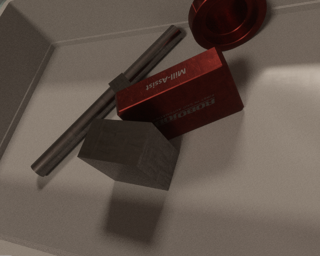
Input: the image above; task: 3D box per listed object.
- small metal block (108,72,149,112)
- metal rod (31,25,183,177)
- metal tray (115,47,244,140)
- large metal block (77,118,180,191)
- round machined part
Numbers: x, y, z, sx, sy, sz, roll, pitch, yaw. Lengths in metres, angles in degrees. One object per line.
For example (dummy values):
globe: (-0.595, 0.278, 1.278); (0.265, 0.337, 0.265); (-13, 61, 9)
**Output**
small metal block: (-0.040, -0.043, 0.435); (0.025, 0.050, 0.050); (-39, 51, 2)
metal rod: (-0.077, -0.044, 0.471); (0.300, 0.025, 0.025); (-46, 51, -5)
metal tray: (0.025, -0.031, 0.368); (0.130, 0.090, 0.030); (-23, 54, 14)
large metal block: (-0.034, 0.032, 0.367); (0.080, 0.080, 0.050); (5, 64, 30)
round machined part: (0.085, -0.153, 0.408); (0.098, 0.098, 0.042); (-24, 53, 13)
